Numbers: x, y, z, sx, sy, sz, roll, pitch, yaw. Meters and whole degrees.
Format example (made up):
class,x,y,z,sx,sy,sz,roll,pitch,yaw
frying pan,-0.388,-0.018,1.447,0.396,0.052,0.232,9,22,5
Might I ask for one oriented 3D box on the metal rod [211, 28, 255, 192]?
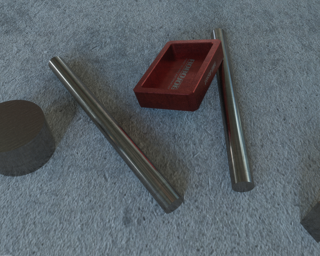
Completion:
class,x,y,z,sx,sy,sz,roll,pitch,yaw
metal rod,0.097,-0.048,0.444,0.025,0.025,0.300,1,50,1

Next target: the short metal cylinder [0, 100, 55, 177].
class,x,y,z,sx,sy,sz,roll,pitch,yaw
short metal cylinder,-0.175,0.012,0.376,0.081,0.050,0.080,0,50,0

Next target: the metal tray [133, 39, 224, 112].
class,x,y,z,sx,sy,sz,roll,pitch,yaw
metal tray,0.030,-0.081,0.450,0.090,0.030,0.130,7,48,28

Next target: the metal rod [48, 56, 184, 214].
class,x,y,z,sx,sy,sz,roll,pitch,yaw
metal rod,-0.074,-0.009,0.409,0.025,0.025,0.300,-30,56,-23

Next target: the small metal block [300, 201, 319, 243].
class,x,y,z,sx,sy,sz,roll,pitch,yaw
small metal block,0.179,0.086,0.316,0.050,0.050,0.025,-23,54,-18
